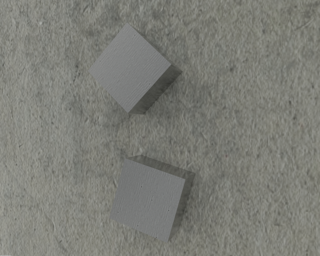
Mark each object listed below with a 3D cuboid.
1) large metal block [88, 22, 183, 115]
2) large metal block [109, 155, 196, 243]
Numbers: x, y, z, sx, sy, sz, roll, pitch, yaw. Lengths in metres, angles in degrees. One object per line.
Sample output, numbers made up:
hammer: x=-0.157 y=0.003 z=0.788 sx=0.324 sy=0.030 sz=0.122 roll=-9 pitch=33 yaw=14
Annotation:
large metal block: x=-0.032 y=-0.075 z=0.406 sx=0.080 sy=0.050 sz=0.080 roll=46 pitch=104 yaw=14
large metal block: x=-0.009 y=0.086 z=0.398 sx=0.080 sy=0.050 sz=0.079 roll=17 pitch=96 yaw=19
